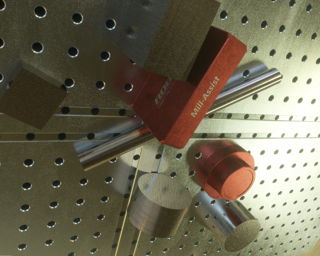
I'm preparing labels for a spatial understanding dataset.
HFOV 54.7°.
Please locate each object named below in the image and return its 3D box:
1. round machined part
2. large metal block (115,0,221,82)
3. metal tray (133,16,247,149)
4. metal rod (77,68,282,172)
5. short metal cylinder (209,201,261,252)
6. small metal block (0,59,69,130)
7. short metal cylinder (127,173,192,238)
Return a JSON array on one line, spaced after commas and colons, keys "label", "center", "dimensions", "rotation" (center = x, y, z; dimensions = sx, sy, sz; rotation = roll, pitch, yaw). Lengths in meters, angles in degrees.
[{"label": "round machined part", "center": [0.118, 0.081, 0.514], "dimensions": [0.099, 0.042, 0.097], "rotation": [-14, 124, -21]}, {"label": "large metal block", "center": [0.003, -0.103, 0.313], "dimensions": [0.050, 0.080, 0.079], "rotation": [11, 113, -33]}, {"label": "metal tray", "center": [0.027, -0.053, 0.350], "dimensions": [0.030, 0.090, 0.129], "rotation": [22, 107, -36]}, {"label": "metal rod", "center": [0.036, -0.017, 0.419], "dimensions": [0.302, 0.025, 0.025], "rotation": [-24, 127, -14]}, {"label": "short metal cylinder", "center": [0.142, 0.187, 0.588], "dimensions": [0.081, 0.050, 0.079], "rotation": [-14, 124, -21]}, {"label": "small metal block", "center": [-0.132, -0.033, 0.318], "dimensions": [0.050, 0.025, 0.050], "rotation": [32, 101, -38]}, {"label": "short metal cylinder", "center": [-0.001, 0.108, 0.442], "dimensions": [0.081, 0.080, 0.050], "rotation": [8, 115, -32]}]
